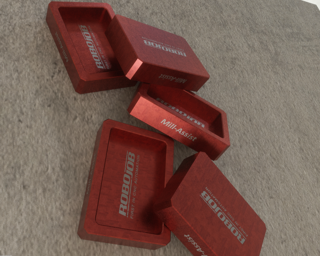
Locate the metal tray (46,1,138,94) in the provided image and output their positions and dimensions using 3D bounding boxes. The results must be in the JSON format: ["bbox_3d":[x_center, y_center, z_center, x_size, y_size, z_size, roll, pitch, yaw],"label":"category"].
[{"bbox_3d":[-0.089,-0.113,0.422,0.091,0.030,0.130,-14,69,-34],"label":"metal tray"}]

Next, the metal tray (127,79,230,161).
[{"bbox_3d":[0.028,-0.021,0.410,0.131,0.030,0.090,29,30,-10],"label":"metal tray"}]

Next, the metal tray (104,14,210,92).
[{"bbox_3d":[-0.001,-0.099,0.421,0.131,0.030,0.090,3,50,-43],"label":"metal tray"}]

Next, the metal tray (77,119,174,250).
[{"bbox_3d":[-0.033,0.061,0.346,0.091,0.030,0.130,17,55,-19],"label":"metal tray"}]

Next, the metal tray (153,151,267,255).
[{"bbox_3d":[0.062,0.102,0.350,0.130,0.030,0.090,50,43,-9],"label":"metal tray"}]
